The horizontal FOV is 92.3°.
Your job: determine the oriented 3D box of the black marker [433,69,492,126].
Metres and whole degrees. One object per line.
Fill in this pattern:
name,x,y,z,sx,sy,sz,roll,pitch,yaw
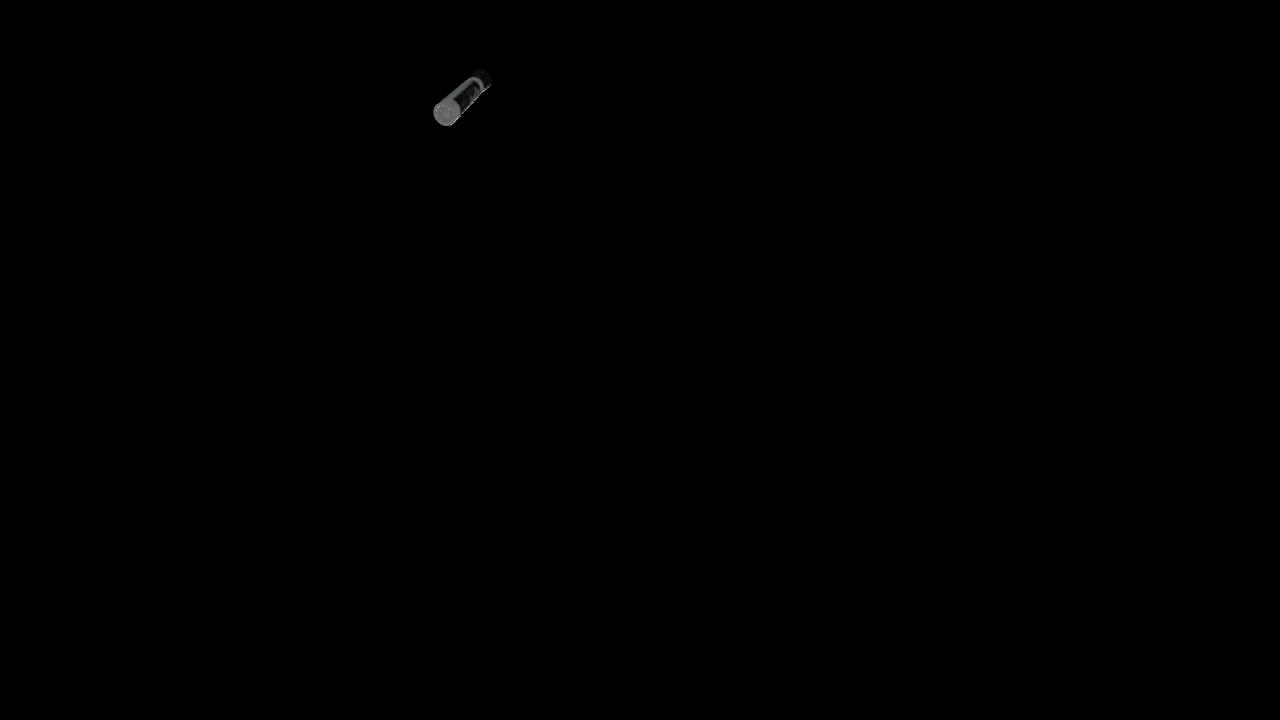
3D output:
black marker,-0.157,-0.240,0.555,0.020,0.020,0.121,0,38,5
